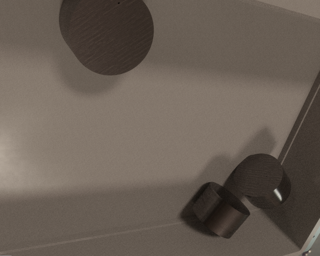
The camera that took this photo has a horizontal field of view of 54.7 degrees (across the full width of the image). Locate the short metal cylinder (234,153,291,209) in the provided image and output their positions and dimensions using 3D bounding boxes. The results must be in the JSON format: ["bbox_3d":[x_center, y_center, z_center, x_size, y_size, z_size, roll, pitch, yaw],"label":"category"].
[{"bbox_3d":[0.175,0.090,0.528,0.080,0.080,0.050,-42,130,1],"label":"short metal cylinder"}]

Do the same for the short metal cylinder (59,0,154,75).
[{"bbox_3d":[-0.053,-0.098,0.304,0.081,0.050,0.079,-14,124,-21],"label":"short metal cylinder"}]

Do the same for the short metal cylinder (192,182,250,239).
[{"bbox_3d":[0.101,0.135,0.514,0.080,0.080,0.050,28,103,-38],"label":"short metal cylinder"}]

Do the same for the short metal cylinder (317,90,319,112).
[{"bbox_3d":[0.319,-0.047,0.525,0.050,0.080,0.079,-4,120,-27],"label":"short metal cylinder"}]
